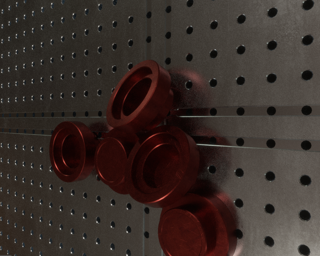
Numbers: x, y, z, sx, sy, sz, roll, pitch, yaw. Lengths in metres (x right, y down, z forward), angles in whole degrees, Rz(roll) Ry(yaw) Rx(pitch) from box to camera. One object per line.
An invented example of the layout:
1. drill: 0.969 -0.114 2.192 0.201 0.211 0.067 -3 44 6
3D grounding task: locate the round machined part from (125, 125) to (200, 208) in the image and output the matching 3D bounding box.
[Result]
1. round machined part: 0.007 0.049 0.375 0.098 0.042 0.098 -24 49 31

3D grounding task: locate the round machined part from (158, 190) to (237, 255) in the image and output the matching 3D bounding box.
1. round machined part: 0.036 0.125 0.367 0.098 0.042 0.097 0 90 39

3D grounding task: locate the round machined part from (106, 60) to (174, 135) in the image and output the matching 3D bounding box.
1. round machined part: -0.021 -0.035 0.397 0.098 0.042 0.098 -31 42 33

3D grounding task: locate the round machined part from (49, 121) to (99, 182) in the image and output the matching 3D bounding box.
1. round machined part: -0.136 0.037 0.507 0.098 0.042 0.097 0 90 39

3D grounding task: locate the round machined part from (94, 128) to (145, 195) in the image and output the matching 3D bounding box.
1. round machined part: -0.056 0.046 0.442 0.098 0.042 0.097 0 90 39
